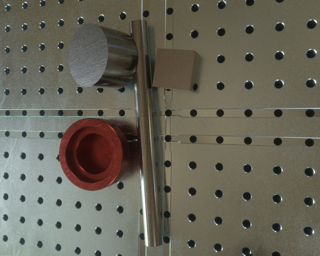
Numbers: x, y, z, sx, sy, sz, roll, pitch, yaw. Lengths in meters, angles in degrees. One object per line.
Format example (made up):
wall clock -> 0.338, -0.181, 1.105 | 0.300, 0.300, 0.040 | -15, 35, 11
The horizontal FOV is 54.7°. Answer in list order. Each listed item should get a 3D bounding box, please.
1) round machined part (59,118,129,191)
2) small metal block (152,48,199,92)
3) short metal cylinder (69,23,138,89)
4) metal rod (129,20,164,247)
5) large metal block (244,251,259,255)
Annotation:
round machined part -> -0.087, 0.035, 0.433 | 0.098, 0.042, 0.097 | 0, 90, 19
small metal block -> 0.021, -0.075, 0.405 | 0.050, 0.025, 0.050 | 9, 93, 19
short metal cylinder -> -0.076, -0.093, 0.412 | 0.080, 0.050, 0.079 | 2, 93, 39
metal rod -> -0.018, 0.006, 0.418 | 0.025, 0.025, 0.298 | -5, 88, 19
large metal block -> 0.097, 0.207, 0.365 | 0.080, 0.050, 0.080 | -31, 80, 17
